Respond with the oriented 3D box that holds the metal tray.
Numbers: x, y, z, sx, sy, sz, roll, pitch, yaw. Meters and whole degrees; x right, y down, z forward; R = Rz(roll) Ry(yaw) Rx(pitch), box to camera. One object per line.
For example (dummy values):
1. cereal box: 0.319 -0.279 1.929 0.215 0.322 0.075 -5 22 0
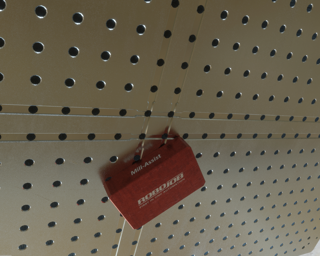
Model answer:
1. metal tray: -0.004 0.082 0.456 0.130 0.030 0.090 -32 129 -8
